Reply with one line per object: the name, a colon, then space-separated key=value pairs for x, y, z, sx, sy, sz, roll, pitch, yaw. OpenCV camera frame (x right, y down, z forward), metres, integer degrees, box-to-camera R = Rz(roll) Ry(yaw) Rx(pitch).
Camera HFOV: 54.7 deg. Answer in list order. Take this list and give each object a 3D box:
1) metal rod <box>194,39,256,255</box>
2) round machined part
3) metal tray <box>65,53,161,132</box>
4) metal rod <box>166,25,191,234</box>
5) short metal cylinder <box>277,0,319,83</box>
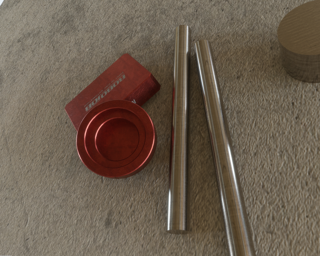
metal rod: x=0.069 y=0.008 z=0.362 sx=0.025 sy=0.025 sz=0.299 roll=-17 pitch=55 yaw=19
round machined part: x=-0.052 y=0.016 z=0.396 sx=0.098 sy=0.042 sz=0.098 roll=-2 pitch=74 yaw=8
metal tray: x=-0.073 y=-0.045 z=0.460 sx=0.130 sy=0.030 sz=0.090 roll=-42 pitch=44 yaw=-1
metal rod: x=0.027 y=-0.020 z=0.401 sx=0.025 sy=0.025 sz=0.299 roll=-10 pitch=57 yaw=23
short metal cylinder: x=0.180 y=-0.099 z=0.354 sx=0.080 sy=0.050 sz=0.080 roll=-13 pitch=56 yaw=21
